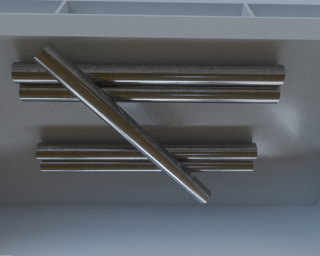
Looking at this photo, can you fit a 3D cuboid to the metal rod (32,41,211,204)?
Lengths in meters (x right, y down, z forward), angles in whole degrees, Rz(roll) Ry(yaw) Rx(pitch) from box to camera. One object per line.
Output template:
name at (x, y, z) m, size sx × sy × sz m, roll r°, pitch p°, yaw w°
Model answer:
metal rod at (-0.026, 0.012, 0.385) m, size 0.025 × 0.025 × 0.300 m, roll -31°, pitch 124°, yaw 23°

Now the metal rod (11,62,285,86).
metal rod at (-0.012, -0.062, 0.354) m, size 0.302 × 0.025 × 0.025 m, roll 0°, pitch 130°, yaw -1°

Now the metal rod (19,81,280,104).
metal rod at (-0.011, -0.043, 0.370) m, size 0.302 × 0.025 × 0.025 m, roll 0°, pitch 130°, yaw -1°

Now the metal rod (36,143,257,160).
metal rod at (-0.018, 0.033, 0.434) m, size 0.302 × 0.025 × 0.025 m, roll 0°, pitch 130°, yaw -1°

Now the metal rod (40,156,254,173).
metal rod at (-0.018, 0.052, 0.451) m, size 0.302 × 0.025 × 0.025 m, roll 0°, pitch 130°, yaw -1°
